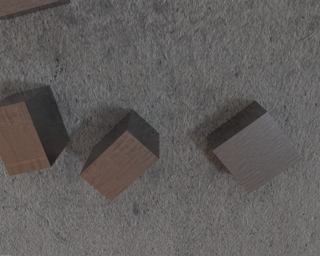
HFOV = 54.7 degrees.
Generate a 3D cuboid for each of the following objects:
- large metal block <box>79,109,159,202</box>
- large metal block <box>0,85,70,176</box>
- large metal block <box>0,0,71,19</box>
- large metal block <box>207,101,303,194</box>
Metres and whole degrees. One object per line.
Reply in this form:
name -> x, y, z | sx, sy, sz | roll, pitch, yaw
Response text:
large metal block -> -0.047, 0.031, 0.391 | 0.080, 0.080, 0.050 | -43, 105, 14
large metal block -> -0.158, 0.000, 0.379 | 0.050, 0.080, 0.080 | -13, 110, 4
large metal block -> -0.154, -0.167, 0.333 | 0.080, 0.050, 0.080 | -13, 110, 4
large metal block -> 0.121, 0.025, 0.406 | 0.080, 0.050, 0.080 | -38, 106, 12
